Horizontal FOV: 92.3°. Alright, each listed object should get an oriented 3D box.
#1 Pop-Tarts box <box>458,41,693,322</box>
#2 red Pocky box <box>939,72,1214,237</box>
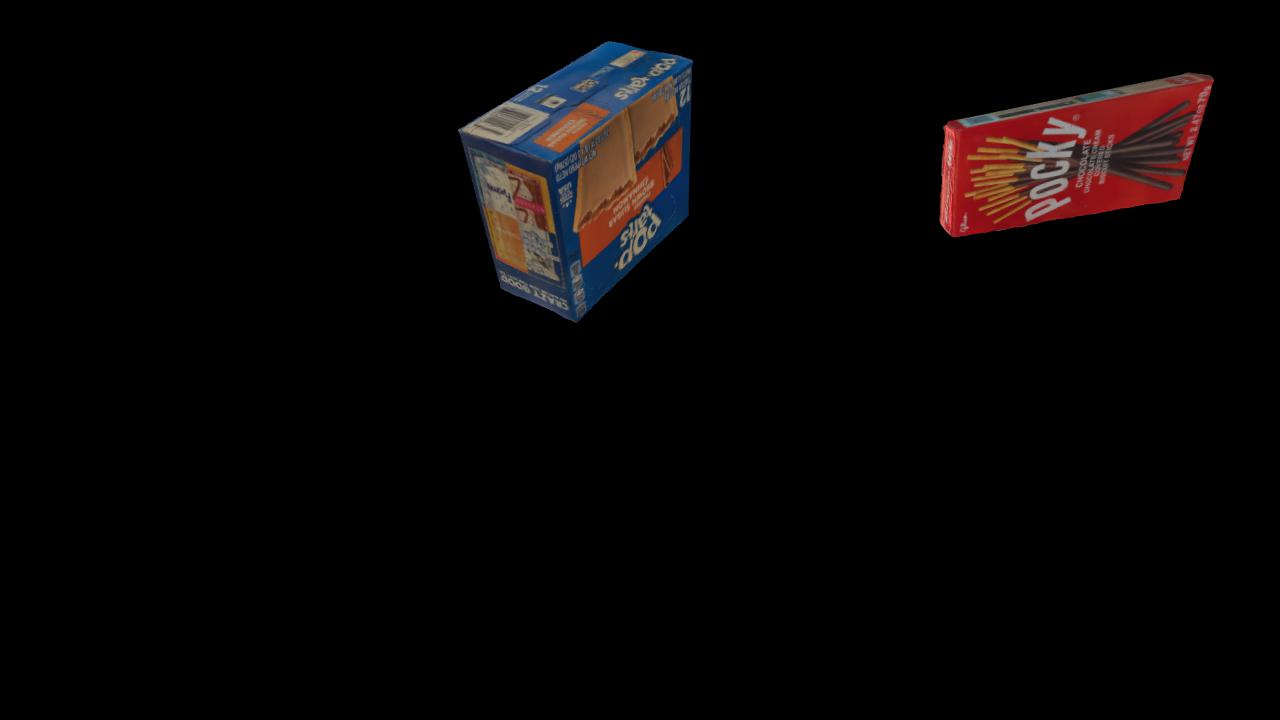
[{"bbox_3d":[-0.036,-0.140,0.476,0.083,0.141,0.167,27,55,23],"label":"Pop-Tarts box"},{"bbox_3d":[0.297,-0.139,0.431,0.155,0.083,0.028,-9,35,11],"label":"red Pocky box"}]
